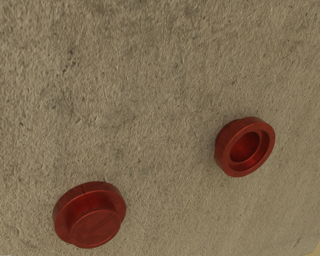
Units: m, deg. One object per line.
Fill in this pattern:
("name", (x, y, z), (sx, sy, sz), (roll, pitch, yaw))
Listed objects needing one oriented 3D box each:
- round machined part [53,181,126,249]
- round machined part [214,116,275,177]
("round machined part", (-0.092, 0.124, 0.422), (0.099, 0.042, 0.097), (-14, 124, -21))
("round machined part", (0.125, 0.025, 0.479), (0.099, 0.042, 0.097), (-14, 124, -21))
